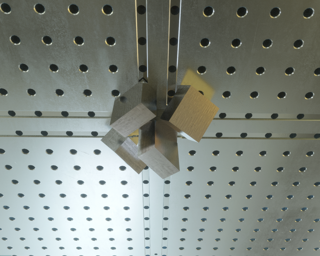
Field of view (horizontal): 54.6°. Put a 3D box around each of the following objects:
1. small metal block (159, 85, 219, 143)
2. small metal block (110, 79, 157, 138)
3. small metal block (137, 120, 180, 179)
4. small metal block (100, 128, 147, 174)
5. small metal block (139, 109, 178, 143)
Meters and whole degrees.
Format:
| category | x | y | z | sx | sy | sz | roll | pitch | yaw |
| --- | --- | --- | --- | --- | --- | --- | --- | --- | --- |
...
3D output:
| category | x | y | z | sx | sy | sz | roll | pitch | yaw |
| --- | --- | --- | --- | --- | --- | --- | --- | --- | --- |
| small metal block | 0.036 | -0.018 | 0.379 | 0.050 | 0.025 | 0.050 | 35 | 82 | -26 |
| small metal block | -0.031 | -0.024 | 0.374 | 0.050 | 0.050 | 0.025 | -34 | 123 | 25 |
| small metal block | -0.001 | 0.027 | 0.384 | 0.025 | 0.050 | 0.050 | -30 | 125 | 22 |
| small metal block | -0.046 | 0.030 | 0.416 | 0.025 | 0.050 | 0.050 | -48 | 123 | -10 |
| small metal block | -0.003 | 0.002 | 0.413 | 0.050 | 0.025 | 0.050 | -1 | 130 | -1 |
